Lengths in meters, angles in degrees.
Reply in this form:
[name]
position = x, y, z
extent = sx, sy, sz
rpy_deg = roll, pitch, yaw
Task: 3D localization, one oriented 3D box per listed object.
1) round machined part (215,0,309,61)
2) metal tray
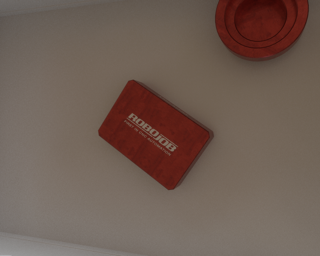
[round machined part]
position = 0.117, -0.126, 0.360
extent = 0.098, 0.042, 0.097
rpy_deg = 0, 90, 19
[metal tray]
position = -0.007, 0.007, 0.410
extent = 0.130, 0.030, 0.090
rpy_deg = 36, 101, 16
